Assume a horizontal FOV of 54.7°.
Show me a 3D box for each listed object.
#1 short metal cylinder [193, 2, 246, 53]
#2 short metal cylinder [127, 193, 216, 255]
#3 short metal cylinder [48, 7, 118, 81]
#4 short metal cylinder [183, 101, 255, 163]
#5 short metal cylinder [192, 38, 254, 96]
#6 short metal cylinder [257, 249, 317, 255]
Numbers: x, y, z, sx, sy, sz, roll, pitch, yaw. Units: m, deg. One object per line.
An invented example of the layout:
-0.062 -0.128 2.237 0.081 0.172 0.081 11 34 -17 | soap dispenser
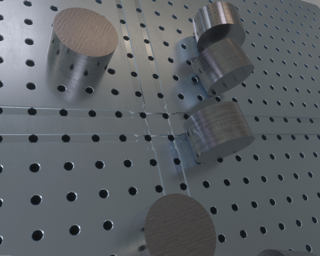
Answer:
0.099 -0.165 0.526 0.081 0.080 0.050 7 59 -25 | short metal cylinder
0.011 0.116 0.327 0.081 0.050 0.080 14 56 -21 | short metal cylinder
-0.101 -0.109 0.404 0.081 0.050 0.080 14 56 -21 | short metal cylinder
0.077 0.007 0.410 0.081 0.080 0.050 -6 65 -31 | short metal cylinder
0.097 -0.093 0.482 0.081 0.080 0.050 -16 70 -34 | short metal cylinder
0.145 0.178 0.342 0.050 0.080 0.080 12 57 -22 | short metal cylinder
